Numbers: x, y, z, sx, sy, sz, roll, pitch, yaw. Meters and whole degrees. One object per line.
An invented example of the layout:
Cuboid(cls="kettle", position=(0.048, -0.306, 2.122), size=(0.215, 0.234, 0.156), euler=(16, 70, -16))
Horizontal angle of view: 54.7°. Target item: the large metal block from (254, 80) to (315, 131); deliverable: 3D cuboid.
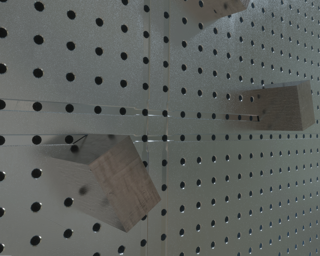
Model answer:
Cuboid(cls="large metal block", position=(0.229, -0.040, 0.569), size=(0.050, 0.080, 0.079), euler=(-22, 104, -38))

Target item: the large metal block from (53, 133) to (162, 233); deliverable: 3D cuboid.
Cuboid(cls="large metal block", position=(-0.057, 0.053, 0.328), size=(0.050, 0.080, 0.080), euler=(-38, 114, -34))

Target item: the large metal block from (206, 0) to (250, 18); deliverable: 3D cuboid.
Cuboid(cls="large metal block", position=(0.105, -0.236, 0.483), size=(0.080, 0.050, 0.080), euler=(36, 68, -35))
